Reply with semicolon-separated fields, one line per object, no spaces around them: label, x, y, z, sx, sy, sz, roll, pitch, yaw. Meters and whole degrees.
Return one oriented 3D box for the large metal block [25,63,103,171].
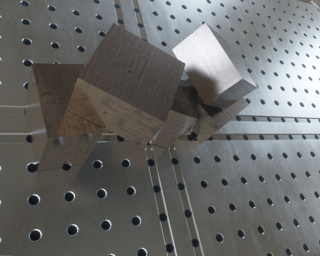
large metal block;-0.104;-0.010;0.323;0.050;0.080;0.080;-6;65;-31

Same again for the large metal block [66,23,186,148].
large metal block;-0.030;-0.041;0.298;0.080;0.050;0.080;27;52;-11

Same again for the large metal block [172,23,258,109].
large metal block;0.071;-0.074;0.389;0.080;0.050;0.080;1;57;-61

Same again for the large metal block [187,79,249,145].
large metal block;0.069;-0.036;0.453;0.081;0.050;0.080;-35;81;-39

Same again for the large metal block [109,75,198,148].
large metal block;-0.009;-0.024;0.383;0.081;0.080;0.050;17;55;-19
